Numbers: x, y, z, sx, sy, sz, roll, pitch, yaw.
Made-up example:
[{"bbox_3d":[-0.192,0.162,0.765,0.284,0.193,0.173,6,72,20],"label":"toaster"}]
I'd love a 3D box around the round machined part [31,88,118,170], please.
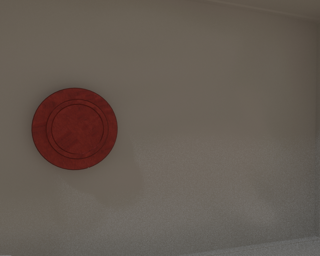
[{"bbox_3d":[-0.098,0.001,0.365,0.099,0.042,0.097,0,90,-20],"label":"round machined part"}]
